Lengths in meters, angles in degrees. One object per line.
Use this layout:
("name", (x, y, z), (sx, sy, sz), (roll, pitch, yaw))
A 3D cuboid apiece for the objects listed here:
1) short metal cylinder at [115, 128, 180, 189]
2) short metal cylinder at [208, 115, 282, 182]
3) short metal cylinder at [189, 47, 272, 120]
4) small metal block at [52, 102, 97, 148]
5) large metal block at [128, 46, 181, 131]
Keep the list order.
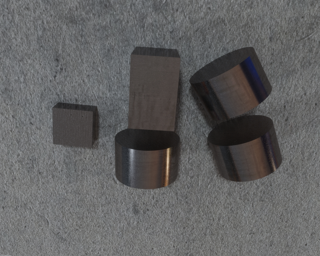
("short metal cylinder", (-0.016, 0.035, 0.393), (0.081, 0.080, 0.050), (2, 110, -1))
("short metal cylinder", (0.106, 0.024, 0.390), (0.080, 0.080, 0.050), (-19, 109, 6))
("short metal cylinder", (0.082, -0.052, 0.362), (0.080, 0.080, 0.050), (-28, 108, 10))
("small metal block", (-0.112, -0.004, 0.407), (0.050, 0.025, 0.050), (5, 110, -2))
("large metal block", (-0.007, -0.049, 0.362), (0.050, 0.080, 0.079), (4, 110, -2))
